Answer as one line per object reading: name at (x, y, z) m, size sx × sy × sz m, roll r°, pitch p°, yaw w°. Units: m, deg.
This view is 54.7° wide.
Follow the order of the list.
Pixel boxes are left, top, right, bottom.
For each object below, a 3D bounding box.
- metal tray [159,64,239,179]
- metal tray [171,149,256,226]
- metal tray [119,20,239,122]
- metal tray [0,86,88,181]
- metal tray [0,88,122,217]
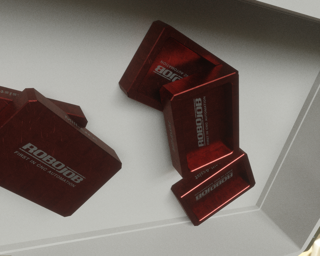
metal tray at (0.055, -0.005, 0.394) m, size 0.091 × 0.030 × 0.129 m, roll -22°, pitch 127°, yaw -16°
metal tray at (0.092, 0.097, 0.518) m, size 0.131 × 0.030 × 0.090 m, roll -33°, pitch 129°, yaw -7°
metal tray at (0.027, -0.061, 0.384) m, size 0.131 × 0.030 × 0.090 m, roll 21°, pitch 107°, yaw -37°
metal tray at (-0.155, 0.007, 0.326) m, size 0.131 × 0.030 × 0.089 m, roll 14°, pitch 111°, yaw -35°
metal tray at (-0.115, 0.032, 0.324) m, size 0.090 × 0.030 × 0.130 m, roll -44°, pitch 130°, yaw 2°
